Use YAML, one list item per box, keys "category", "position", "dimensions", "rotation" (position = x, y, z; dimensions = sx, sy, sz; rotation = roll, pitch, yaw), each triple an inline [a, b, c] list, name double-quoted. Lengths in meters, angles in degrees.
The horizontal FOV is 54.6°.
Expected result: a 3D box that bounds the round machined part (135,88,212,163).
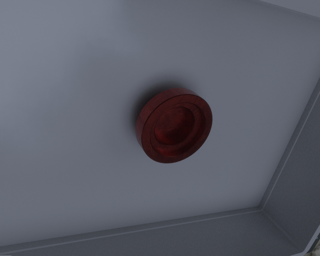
- category: "round machined part"
  position: [0.014, -0.006, 0.397]
  dimensions: [0.099, 0.042, 0.097]
  rotation: [-14, 124, -21]
